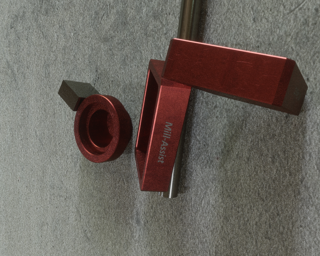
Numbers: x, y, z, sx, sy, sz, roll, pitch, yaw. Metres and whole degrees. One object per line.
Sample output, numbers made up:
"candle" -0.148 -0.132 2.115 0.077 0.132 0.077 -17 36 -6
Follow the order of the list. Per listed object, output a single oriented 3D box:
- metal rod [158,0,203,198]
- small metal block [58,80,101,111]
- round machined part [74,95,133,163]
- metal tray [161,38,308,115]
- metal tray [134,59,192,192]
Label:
"metal rod" 0.028 -0.062 0.380 0.025 0.025 0.298 11 97 39
"small metal block" -0.123 -0.050 0.487 0.050 0.050 0.025 43 116 31
"round machined part" -0.079 0.001 0.455 0.098 0.042 0.097 2 92 38
"metal tray" 0.071 -0.039 0.266 0.090 0.131 0.030 19 98 28
"metal tray" -0.002 -0.004 0.354 0.090 0.030 0.129 -110 28 -63
